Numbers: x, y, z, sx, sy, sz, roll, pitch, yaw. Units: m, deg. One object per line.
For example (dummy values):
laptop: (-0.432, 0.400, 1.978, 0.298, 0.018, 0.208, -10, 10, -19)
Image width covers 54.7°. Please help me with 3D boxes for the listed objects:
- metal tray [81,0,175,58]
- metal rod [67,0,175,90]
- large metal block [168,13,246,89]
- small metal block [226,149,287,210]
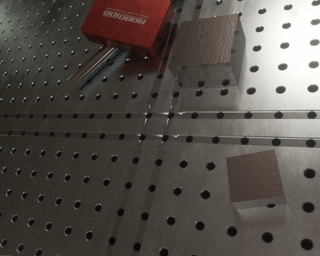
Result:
metal tray: (-0.053, -0.175, 0.508, 0.130, 0.030, 0.090, 18, 78, 17)
metal rod: (-0.041, -0.177, 0.536, 0.300, 0.025, 0.025, -44, 51, -3)
large metal block: (0.066, -0.102, 0.419, 0.080, 0.050, 0.080, 1, 62, 28)
small metal block: (0.099, 0.054, 0.323, 0.050, 0.025, 0.050, -13, 56, 20)
